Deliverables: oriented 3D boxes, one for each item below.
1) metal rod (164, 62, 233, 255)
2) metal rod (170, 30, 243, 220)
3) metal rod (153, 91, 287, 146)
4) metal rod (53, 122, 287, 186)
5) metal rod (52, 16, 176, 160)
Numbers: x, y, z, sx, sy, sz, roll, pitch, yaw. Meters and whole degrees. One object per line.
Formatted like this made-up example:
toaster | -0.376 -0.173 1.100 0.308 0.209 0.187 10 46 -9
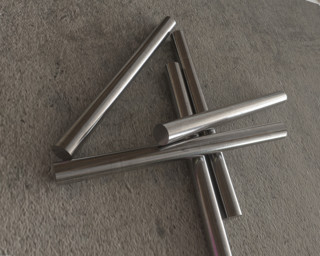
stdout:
metal rod | 0.047 0.040 0.404 0.025 0.025 0.299 2 61 -27
metal rod | 0.059 -0.021 0.447 0.025 0.025 0.299 1 61 -28
metal rod | 0.107 -0.023 0.449 0.302 0.025 0.025 -16 70 -43
metal rod | 0.030 0.026 0.375 0.303 0.025 0.025 -9 66 -23
metal rod | -0.045 -0.074 0.424 0.025 0.025 0.301 35 51 -5
